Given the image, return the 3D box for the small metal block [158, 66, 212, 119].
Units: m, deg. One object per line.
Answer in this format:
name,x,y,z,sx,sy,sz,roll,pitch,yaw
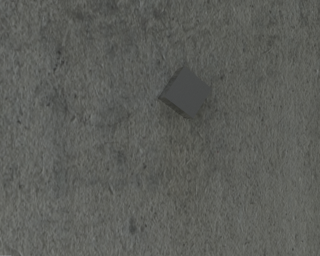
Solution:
small metal block,0.034,-0.047,0.423,0.050,0.025,0.050,36,78,-17
